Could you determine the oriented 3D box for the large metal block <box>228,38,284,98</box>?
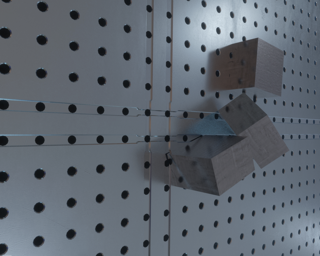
[{"bbox_3d":[0.166,-0.098,0.530,0.081,0.050,0.080,9,84,-40],"label":"large metal block"}]

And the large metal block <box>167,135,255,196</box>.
[{"bbox_3d":[0.071,0.047,0.432,0.081,0.080,0.050,-24,105,-37],"label":"large metal block"}]

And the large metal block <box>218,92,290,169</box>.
[{"bbox_3d":[0.144,0.003,0.484,0.050,0.080,0.080,-36,120,10],"label":"large metal block"}]
